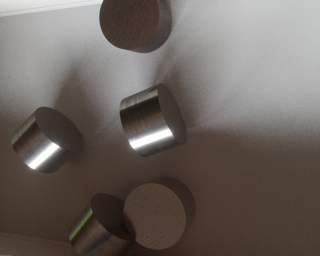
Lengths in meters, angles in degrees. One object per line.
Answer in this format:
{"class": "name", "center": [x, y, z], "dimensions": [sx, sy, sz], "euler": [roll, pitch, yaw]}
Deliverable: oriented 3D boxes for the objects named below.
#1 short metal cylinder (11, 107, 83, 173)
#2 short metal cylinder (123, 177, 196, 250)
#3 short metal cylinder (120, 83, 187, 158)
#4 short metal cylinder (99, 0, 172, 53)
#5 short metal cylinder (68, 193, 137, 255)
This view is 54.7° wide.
{"class": "short metal cylinder", "center": [-0.156, 0.016, 0.435], "dimensions": [0.050, 0.080, 0.080], "euler": [-41, 77, 15]}
{"class": "short metal cylinder", "center": [0.001, 0.106, 0.396], "dimensions": [0.080, 0.050, 0.079], "euler": [0, 90, 19]}
{"class": "short metal cylinder", "center": [-0.007, -0.009, 0.383], "dimensions": [0.050, 0.080, 0.080], "euler": [-21, 83, 18]}
{"class": "short metal cylinder", "center": [-0.030, -0.140, 0.402], "dimensions": [0.080, 0.050, 0.079], "euler": [3, 99, 19]}
{"class": "short metal cylinder", "center": [-0.070, 0.132, 0.405], "dimensions": [0.080, 0.080, 0.050], "euler": [42, 103, 15]}
